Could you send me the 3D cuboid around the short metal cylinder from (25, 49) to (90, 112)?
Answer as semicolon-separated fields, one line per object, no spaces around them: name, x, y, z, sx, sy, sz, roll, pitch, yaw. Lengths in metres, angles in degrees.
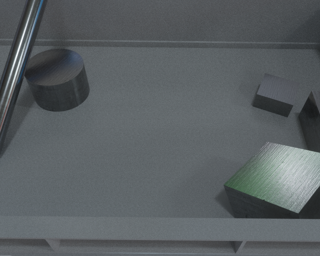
short metal cylinder;-0.146;-0.069;0.445;0.081;0.050;0.080;0;50;0

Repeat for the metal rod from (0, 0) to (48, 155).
metal rod;-0.182;-0.113;0.413;0.025;0.025;0.299;10;77;7

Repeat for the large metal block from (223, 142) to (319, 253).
large metal block;0.127;0.064;0.315;0.080;0.050;0.080;-37;29;-27

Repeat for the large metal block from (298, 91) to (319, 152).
large metal block;0.233;0.000;0.392;0.080;0.050;0.080;3;50;2

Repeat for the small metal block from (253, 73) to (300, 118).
small metal block;0.168;-0.048;0.448;0.050;0.025;0.050;20;53;16
